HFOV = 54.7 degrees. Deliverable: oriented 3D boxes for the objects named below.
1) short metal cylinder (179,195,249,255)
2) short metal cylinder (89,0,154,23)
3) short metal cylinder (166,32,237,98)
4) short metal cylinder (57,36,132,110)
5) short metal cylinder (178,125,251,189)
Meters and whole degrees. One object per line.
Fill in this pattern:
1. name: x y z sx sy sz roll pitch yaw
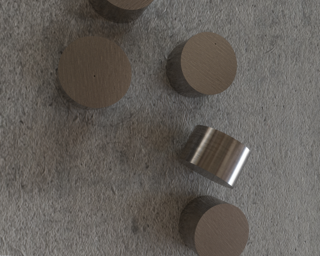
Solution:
1. short metal cylinder: 0.072 0.137 0.422 0.081 0.050 0.080 0 90 -20
2. short metal cylinder: -0.046 -0.176 0.378 0.081 0.050 0.080 0 90 -20
3. short metal cylinder: 0.055 -0.082 0.416 0.081 0.050 0.080 0 90 -20
4. short metal cylinder: -0.079 -0.062 0.366 0.081 0.050 0.080 0 90 -20
5. short metal cylinder: 0.070 0.038 0.406 0.080 0.080 0.050 32 80 -17
